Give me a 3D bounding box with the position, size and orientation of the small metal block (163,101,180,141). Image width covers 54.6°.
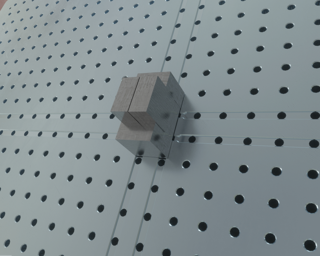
[{"bbox_3d":[-0.005,-0.012,0.419,0.050,0.025,0.050,1,62,30],"label":"small metal block"}]

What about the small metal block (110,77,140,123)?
[{"bbox_3d":[-0.032,-0.030,0.396,0.025,0.050,0.050,2,63,29],"label":"small metal block"}]

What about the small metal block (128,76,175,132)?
[{"bbox_3d":[-0.009,-0.029,0.383,0.025,0.050,0.050,1,62,30],"label":"small metal block"}]

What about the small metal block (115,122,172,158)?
[{"bbox_3d":[-0.020,0.015,0.394,0.050,0.050,0.025,2,62,29],"label":"small metal block"}]

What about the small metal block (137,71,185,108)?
[{"bbox_3d":[-0.001,-0.051,0.424,0.050,0.050,0.025,2,63,29],"label":"small metal block"}]
